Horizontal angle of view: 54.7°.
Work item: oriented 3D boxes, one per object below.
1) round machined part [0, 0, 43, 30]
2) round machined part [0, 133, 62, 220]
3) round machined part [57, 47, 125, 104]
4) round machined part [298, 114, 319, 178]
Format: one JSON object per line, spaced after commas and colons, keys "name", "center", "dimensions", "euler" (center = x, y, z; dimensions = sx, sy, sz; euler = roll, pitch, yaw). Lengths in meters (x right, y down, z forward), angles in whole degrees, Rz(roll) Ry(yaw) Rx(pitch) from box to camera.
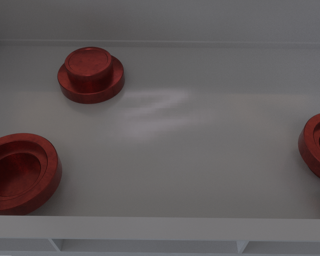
{"name": "round machined part", "center": [-0.258, -0.212, 0.537], "dimensions": [0.098, 0.098, 0.042], "euler": [24, 59, 18]}
{"name": "round machined part", "center": [-0.159, 0.056, 0.346], "dimensions": [0.099, 0.042, 0.098], "euler": [0, 50, 0]}
{"name": "round machined part", "center": [-0.104, -0.085, 0.465], "dimensions": [0.099, 0.042, 0.098], "euler": [0, 50, 0]}
{"name": "round machined part", "center": [0.216, 0.030, 0.370], "dimensions": [0.099, 0.042, 0.098], "euler": [0, 50, 0]}
